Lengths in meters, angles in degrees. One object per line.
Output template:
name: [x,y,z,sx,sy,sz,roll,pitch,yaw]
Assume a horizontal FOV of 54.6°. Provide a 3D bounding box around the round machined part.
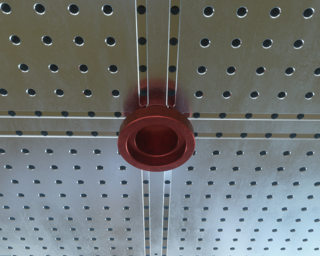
round machined part: [-0.005,0.010,0.408,0.099,0.042,0.097,0,130,0]
